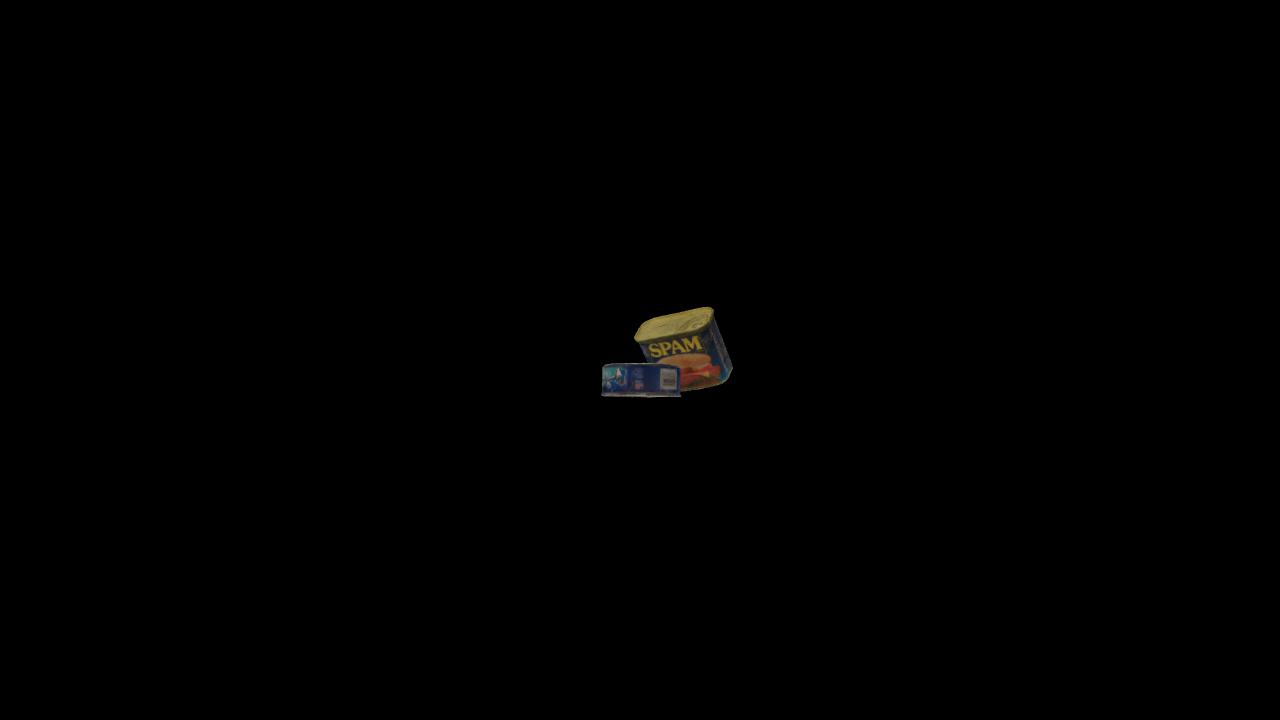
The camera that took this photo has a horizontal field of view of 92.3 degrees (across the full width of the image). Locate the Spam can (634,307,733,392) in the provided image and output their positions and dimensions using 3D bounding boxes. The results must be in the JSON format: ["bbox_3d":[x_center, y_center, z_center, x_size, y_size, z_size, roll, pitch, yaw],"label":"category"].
[{"bbox_3d":[0.056,-0.010,0.768,0.101,0.085,0.058,-10,29,28],"label":"Spam can"}]

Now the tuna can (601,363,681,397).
[{"bbox_3d":[0.001,0.022,0.645,0.084,0.034,0.084,1,-4,0],"label":"tuna can"}]
